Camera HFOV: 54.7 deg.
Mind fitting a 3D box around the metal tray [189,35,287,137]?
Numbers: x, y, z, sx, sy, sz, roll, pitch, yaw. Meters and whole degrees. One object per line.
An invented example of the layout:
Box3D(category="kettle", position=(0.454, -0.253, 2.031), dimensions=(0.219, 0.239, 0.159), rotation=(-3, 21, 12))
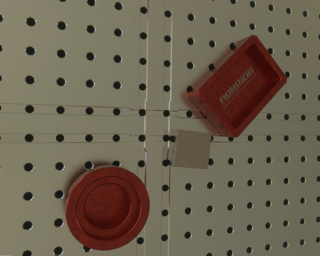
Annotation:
Box3D(category="metal tray", position=(0.116, -0.060, 0.454), dimensions=(0.130, 0.030, 0.090), rotation=(-46, 105, -15))

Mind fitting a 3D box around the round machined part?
Box3D(category="round machined part", position=(-0.066, 0.094, 0.380), dimensions=(0.099, 0.042, 0.097), rotation=(0, 90, -21))

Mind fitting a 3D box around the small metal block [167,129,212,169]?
Box3D(category="small metal block", position=(0.041, 0.029, 0.429), dimensions=(0.050, 0.025, 0.050), rotation=(7, 88, -20))
